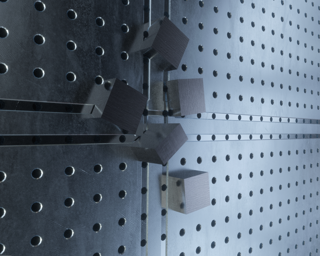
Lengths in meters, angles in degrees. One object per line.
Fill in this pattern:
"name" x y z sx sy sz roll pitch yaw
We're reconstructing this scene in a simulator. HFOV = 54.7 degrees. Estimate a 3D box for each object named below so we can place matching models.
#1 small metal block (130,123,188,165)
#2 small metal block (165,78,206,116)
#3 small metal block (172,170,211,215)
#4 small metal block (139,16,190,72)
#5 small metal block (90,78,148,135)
"small metal block" -0.001 0.019 0.394 0.050 0.050 0.025 -44 117 -31
"small metal block" 0.037 -0.044 0.443 0.050 0.025 0.050 -10 97 -40
"small metal block" 0.046 0.092 0.450 0.050 0.025 0.050 -7 95 -40
"small metal block" 0.007 -0.112 0.417 0.050 0.025 0.050 34 69 -35
"small metal block" -0.048 -0.025 0.371 0.050 0.025 0.050 29 72 -37
